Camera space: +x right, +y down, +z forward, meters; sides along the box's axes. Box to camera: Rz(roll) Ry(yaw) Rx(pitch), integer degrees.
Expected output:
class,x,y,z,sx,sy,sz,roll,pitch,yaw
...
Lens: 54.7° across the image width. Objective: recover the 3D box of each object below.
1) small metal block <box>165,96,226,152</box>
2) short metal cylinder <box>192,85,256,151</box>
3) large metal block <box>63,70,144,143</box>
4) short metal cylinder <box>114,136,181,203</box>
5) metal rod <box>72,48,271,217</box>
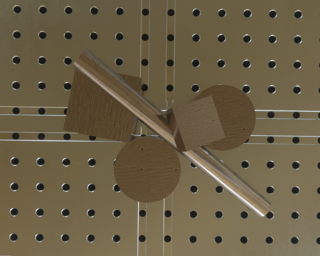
class,x,y,z,sx,sy,sz,roll,pitch,yaw
small metal block,0.040,-0.004,0.353,0.050,0.025,0.050,-18,90,-18
short metal cylinder,0.075,-0.013,0.398,0.081,0.050,0.079,0,90,0
large metal block,-0.068,-0.029,0.395,0.080,0.050,0.080,11,90,0
short metal cylinder,-0.015,0.050,0.397,0.081,0.050,0.079,0,90,0
metal rod,0.025,0.015,0.375,0.301,0.025,0.025,39,90,-14
